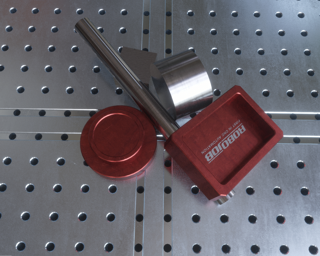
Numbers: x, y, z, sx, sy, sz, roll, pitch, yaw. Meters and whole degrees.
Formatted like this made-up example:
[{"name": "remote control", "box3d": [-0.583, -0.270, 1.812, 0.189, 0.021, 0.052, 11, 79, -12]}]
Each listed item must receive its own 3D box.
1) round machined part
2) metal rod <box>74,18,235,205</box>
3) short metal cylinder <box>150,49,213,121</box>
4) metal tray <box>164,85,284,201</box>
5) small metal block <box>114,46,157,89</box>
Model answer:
[{"name": "round machined part", "box3d": [-0.053, 0.015, 0.396, 0.099, 0.042, 0.098, 0, 70, -1]}, {"name": "metal rod", "box3d": [-0.011, -0.027, 0.404, 0.025, 0.025, 0.300, -38, 83, -13]}, {"name": "short metal cylinder", "box3d": [0.027, -0.055, 0.403, 0.050, 0.080, 0.080, -24, 72, -9]}, {"name": "metal tray", "box3d": [0.081, 0.014, 0.382, 0.131, 0.030, 0.090, -37, 81, -28]}, {"name": "small metal block", "box3d": [-0.034, -0.084, 0.442, 0.050, 0.025, 0.050, 13, 70, 4]}]
